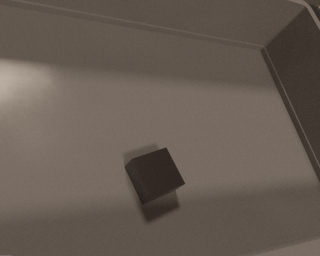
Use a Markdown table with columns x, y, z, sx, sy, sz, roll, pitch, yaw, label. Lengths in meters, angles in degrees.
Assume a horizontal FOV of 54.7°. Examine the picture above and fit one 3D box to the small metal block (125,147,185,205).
| x | y | z | sx | sy | sz | roll | pitch | yaw | label |
| --- | --- | --- | --- | --- | --- | --- | --- | --- | --- |
| -0.006 | 0.056 | 0.369 | 0.050 | 0.025 | 0.050 | -16 | 70 | -35 | small metal block |
